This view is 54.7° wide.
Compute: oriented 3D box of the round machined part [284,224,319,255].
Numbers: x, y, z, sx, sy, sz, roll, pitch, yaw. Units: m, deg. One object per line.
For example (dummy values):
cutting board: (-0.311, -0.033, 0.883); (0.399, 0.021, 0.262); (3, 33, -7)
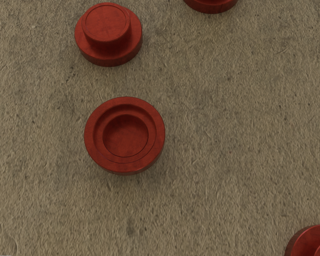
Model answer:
round machined part: (0.194, 0.157, 0.343); (0.099, 0.042, 0.098); (0, 70, 0)

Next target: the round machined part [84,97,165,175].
round machined part: (-0.043, 0.013, 0.394); (0.099, 0.042, 0.098); (0, 70, 0)

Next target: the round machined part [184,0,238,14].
round machined part: (0.081, -0.232, 0.484); (0.099, 0.042, 0.098); (0, 70, 0)

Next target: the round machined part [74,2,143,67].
round machined part: (-0.075, -0.142, 0.450); (0.099, 0.042, 0.098); (0, 70, 0)
